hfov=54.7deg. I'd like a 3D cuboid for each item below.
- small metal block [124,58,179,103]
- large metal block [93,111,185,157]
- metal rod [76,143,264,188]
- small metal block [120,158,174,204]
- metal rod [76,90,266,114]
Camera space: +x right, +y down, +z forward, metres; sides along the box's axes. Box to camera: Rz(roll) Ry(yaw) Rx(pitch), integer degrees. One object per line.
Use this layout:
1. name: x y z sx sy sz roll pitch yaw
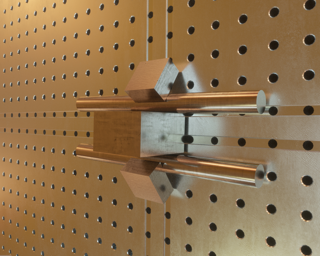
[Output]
1. small metal block: -0.010 -0.061 0.398 0.050 0.025 0.050 2 57 39
2. large metal block: -0.026 0.005 0.389 0.080 0.081 0.050 3 92 40
3. metal rod: -0.013 0.044 0.415 0.300 0.025 0.025 3 92 39
4. small metal block: -0.017 0.068 0.403 0.050 0.025 0.050 4 130 39
5. metal rod: -0.012 -0.033 0.413 0.300 0.025 0.025 3 92 39
